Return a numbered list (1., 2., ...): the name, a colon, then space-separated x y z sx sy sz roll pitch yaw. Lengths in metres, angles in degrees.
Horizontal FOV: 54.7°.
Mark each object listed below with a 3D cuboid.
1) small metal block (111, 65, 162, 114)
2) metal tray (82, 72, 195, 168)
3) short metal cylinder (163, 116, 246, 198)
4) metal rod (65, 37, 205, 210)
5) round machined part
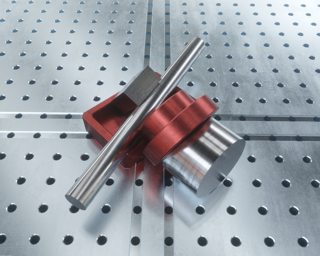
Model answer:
1. small metal block: -0.031 -0.049 0.404 0.025 0.050 0.050 44 66 -13
2. metal tray: -0.024 -0.017 0.417 0.131 0.030 0.090 -36 59 -27
3. short metal cylinder: 0.049 0.030 0.345 0.080 0.080 0.050 -36 59 -27
4. metal rod: -0.013 -0.028 0.391 0.025 0.025 0.301 22 53 17
5. round machined part: 0.017 -0.005 0.351 0.099 0.098 0.042 -39 82 -28
